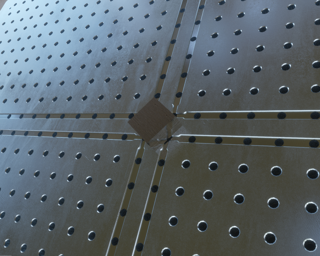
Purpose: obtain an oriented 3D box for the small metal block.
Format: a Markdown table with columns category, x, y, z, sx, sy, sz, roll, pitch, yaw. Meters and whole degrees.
| category | x | y | z | sx | sy | sz | roll | pitch | yaw |
| --- | --- | --- | --- | --- | --- | --- | --- | --- | --- |
| small metal block | -0.007 | -0.006 | 0.417 | 0.050 | 0.025 | 0.050 | -44 | 51 | -2 |
